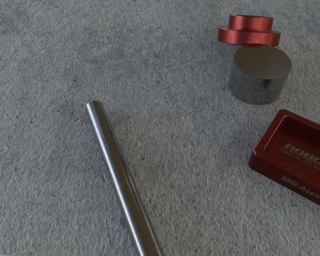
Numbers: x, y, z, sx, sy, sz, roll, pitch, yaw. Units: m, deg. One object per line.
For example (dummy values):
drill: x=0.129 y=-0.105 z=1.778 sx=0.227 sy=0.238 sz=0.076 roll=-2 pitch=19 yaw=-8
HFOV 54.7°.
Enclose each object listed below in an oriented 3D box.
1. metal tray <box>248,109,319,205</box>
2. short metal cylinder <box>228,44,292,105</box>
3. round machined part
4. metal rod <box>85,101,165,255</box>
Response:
metal tray: x=0.185 y=0.039 z=0.369 sx=0.130 sy=0.030 sz=0.090 roll=29 pitch=55 yaw=22
short metal cylinder: x=0.145 y=-0.079 z=0.456 sx=0.081 sy=0.050 sz=0.080 roll=0 pitch=50 yaw=0
round machined part: x=0.145 y=-0.160 z=0.503 sx=0.099 sy=0.042 sz=0.098 roll=3 pitch=22 yaw=-1
metal rod: x=-0.033 y=0.078 z=0.336 sx=0.025 sy=0.025 sz=0.300 roll=-17 pitch=52 yaw=-14
